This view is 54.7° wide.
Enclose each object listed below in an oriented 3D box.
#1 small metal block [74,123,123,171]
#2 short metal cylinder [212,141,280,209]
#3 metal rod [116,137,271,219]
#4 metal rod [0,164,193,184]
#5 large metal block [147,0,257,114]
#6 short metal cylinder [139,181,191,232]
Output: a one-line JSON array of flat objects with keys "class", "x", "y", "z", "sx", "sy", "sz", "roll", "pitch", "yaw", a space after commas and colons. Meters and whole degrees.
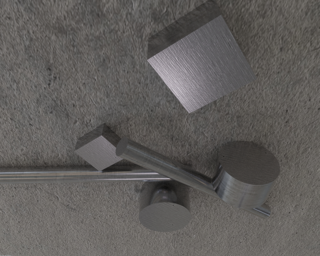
[{"class": "small metal block", "x": -0.081, "y": 0.028, "z": 0.430, "sx": 0.050, "sy": 0.025, "sz": 0.050, "roll": -29, "pitch": 125, "yaw": 22}, {"class": "short metal cylinder", "x": 0.116, "y": 0.063, "z": 0.426, "sx": 0.081, "sy": 0.080, "sz": 0.050, "roll": 3, "pitch": 130, "yaw": -3}, {"class": "metal rod", "x": 0.067, "y": 0.083, "z": 0.452, "sx": 0.301, "sy": 0.025, "sz": 0.025, "roll": 28, "pitch": 125, "yaw": -32}, {"class": "metal rod", "x": -0.103, "y": 0.069, "z": 0.464, "sx": 0.302, "sy": 0.025, "sz": 0.025, "roll": -1, "pitch": 130, "yaw": 0}, {"class": "large metal block", "x": 0.043, "y": -0.074, "z": 0.328, "sx": 0.080, "sy": 0.050, "sz": 0.080, "roll": -27, "pitch": 125, "yaw": 21}, {"class": "short metal cylinder", "x": 0.008, "y": 0.122, "z": 0.495, "sx": 0.081, "sy": 0.050, "sz": 0.079, "roll": 0, "pitch": 130, "yaw": 0}]
